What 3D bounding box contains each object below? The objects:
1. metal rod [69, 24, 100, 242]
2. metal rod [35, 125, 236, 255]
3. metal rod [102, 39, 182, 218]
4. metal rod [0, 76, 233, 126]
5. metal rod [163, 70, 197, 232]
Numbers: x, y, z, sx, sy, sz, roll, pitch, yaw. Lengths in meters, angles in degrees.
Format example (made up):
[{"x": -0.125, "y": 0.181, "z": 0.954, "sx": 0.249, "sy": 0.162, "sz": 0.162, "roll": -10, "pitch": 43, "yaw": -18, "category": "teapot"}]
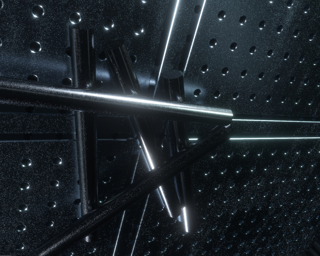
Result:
[{"x": -0.089, "y": 0.028, "z": 0.380, "sx": 0.025, "sy": 0.025, "sz": 0.298, "roll": -9, "pitch": 123, "yaw": -24, "category": "metal rod"}, {"x": -0.027, "y": 0.082, "z": 0.416, "sx": 0.301, "sy": 0.025, "sz": 0.025, "roll": -33, "pitch": 129, "yaw": -7, "category": "metal rod"}, {"x": -0.012, "y": 0.024, "z": 0.420, "sx": 0.025, "sy": 0.025, "sz": 0.299, "roll": -27, "pitch": 128, "yaw": -12, "category": "metal rod"}, {"x": -0.039, "y": -0.026, "z": 0.343, "sx": 0.302, "sy": 0.025, "sz": 0.025, "roll": 5, "pitch": 116, "yaw": -31, "category": "metal rod"}, {"x": 0.035, "y": 0.055, "z": 0.466, "sx": 0.025, "sy": 0.025, "sz": 0.298, "roll": -21, "pitch": 127, "yaw": -16, "category": "metal rod"}]
